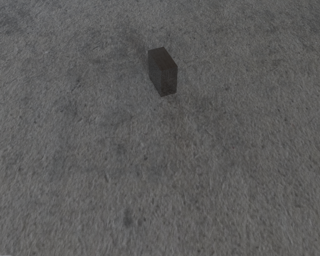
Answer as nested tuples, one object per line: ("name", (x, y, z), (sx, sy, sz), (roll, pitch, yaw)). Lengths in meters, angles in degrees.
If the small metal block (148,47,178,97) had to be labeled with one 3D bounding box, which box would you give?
("small metal block", (0.004, -0.083, 0.457), (0.025, 0.050, 0.050), (-18, 52, -14))
